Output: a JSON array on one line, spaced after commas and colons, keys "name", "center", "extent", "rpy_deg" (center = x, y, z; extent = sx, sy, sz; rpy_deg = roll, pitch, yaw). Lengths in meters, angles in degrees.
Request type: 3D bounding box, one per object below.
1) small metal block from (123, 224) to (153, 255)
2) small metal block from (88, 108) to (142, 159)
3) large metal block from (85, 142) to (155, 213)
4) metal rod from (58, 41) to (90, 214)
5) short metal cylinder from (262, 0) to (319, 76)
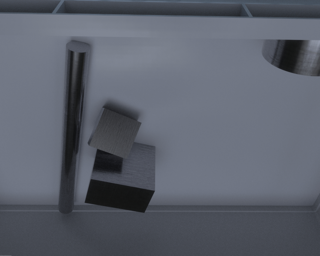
[{"name": "small metal block", "center": [-0.040, 0.218, 0.581], "extent": [0.025, 0.050, 0.050], "rpy_deg": [-32, 123, 24]}, {"name": "small metal block", "center": [-0.059, 0.006, 0.397], "extent": [0.050, 0.025, 0.050], "rpy_deg": [22, 88, -18]}, {"name": "large metal block", "center": [-0.052, 0.062, 0.425], "extent": [0.081, 0.080, 0.050], "rpy_deg": [13, 129, -12]}, {"name": "metal rod", "center": [-0.123, 0.023, 0.426], "extent": [0.025, 0.025, 0.298], "rpy_deg": [10, 130, -9]}, {"name": "short metal cylinder", "center": [0.144, -0.092, 0.297], "extent": [0.081, 0.080, 0.050], "rpy_deg": [0, 130, 0]}]
